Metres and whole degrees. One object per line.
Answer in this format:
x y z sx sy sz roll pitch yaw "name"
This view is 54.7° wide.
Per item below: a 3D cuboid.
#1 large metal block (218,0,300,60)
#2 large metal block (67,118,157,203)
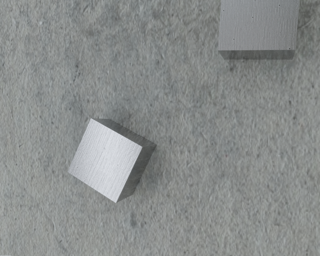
0.114 -0.124 0.356 0.080 0.050 0.079 4 92 19 "large metal block"
-0.064 0.041 0.417 0.080 0.050 0.080 28 99 17 "large metal block"
